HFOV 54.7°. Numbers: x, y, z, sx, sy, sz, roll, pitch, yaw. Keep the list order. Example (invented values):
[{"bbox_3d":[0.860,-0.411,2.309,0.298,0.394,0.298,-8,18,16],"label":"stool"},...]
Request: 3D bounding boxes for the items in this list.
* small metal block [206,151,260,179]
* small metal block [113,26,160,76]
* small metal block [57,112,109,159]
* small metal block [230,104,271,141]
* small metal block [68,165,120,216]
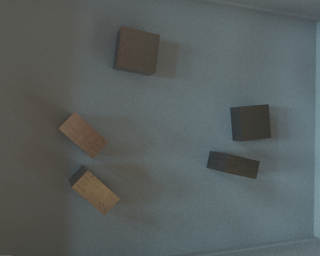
[{"bbox_3d":[0.101,0.051,0.435,0.050,0.050,0.025,14,86,-20],"label":"small metal block"},{"bbox_3d":[-0.030,-0.098,0.399,0.050,0.025,0.050,7,88,-20],"label":"small metal block"},{"bbox_3d":[-0.092,0.008,0.363,0.050,0.050,0.025,45,76,-15],"label":"small metal block"},{"bbox_3d":[0.135,-0.008,0.460,0.050,0.025,0.050,-6,92,-20],"label":"small metal block"},{"bbox_3d":[-0.079,0.073,0.368,0.050,0.050,0.025,46,76,-15],"label":"small metal block"}]
